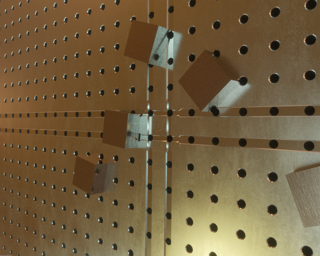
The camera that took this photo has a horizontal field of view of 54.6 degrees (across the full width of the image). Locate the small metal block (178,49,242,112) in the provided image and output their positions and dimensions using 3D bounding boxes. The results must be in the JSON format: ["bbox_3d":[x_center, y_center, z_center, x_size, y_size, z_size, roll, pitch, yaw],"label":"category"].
[{"bbox_3d":[0.057,-0.054,0.363,0.050,0.025,0.050,-48,61,29],"label":"small metal block"}]

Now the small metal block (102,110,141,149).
[{"bbox_3d":[-0.058,0.001,0.458,0.050,0.025,0.050,10,97,39],"label":"small metal block"}]

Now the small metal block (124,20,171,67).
[{"bbox_3d":[-0.018,-0.117,0.426,0.050,0.025,0.050,27,107,37],"label":"small metal block"}]

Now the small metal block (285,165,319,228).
[{"bbox_3d":[0.152,0.060,0.284,0.050,0.025,0.050,-25,74,37],"label":"small metal block"}]

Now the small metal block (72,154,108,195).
[{"bbox_3d":[-0.115,0.075,0.506,0.050,0.025,0.050,17,101,39],"label":"small metal block"}]
